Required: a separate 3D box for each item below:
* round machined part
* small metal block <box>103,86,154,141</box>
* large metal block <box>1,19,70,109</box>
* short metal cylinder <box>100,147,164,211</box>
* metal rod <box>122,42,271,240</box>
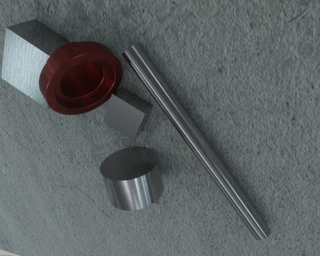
[{"bbox_3d":[-0.098,-0.065,0.377,0.042,0.099,0.097,52,134,26],"label":"round machined part"},{"bbox_3d":[-0.043,-0.019,0.416,0.050,0.025,0.050,32,128,7],"label":"small metal block"},{"bbox_3d":[-0.161,-0.086,0.420,0.080,0.050,0.079,34,129,5],"label":"large metal block"},{"bbox_3d":[-0.038,0.068,0.432,0.080,0.080,0.050,4,120,25],"label":"short metal cylinder"},{"bbox_3d":[0.052,0.024,0.393,0.025,0.025,0.299,-28,103,37],"label":"metal rod"}]
